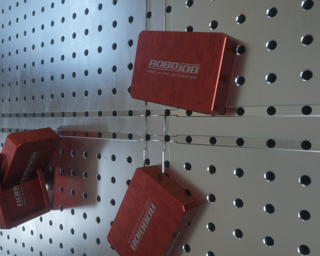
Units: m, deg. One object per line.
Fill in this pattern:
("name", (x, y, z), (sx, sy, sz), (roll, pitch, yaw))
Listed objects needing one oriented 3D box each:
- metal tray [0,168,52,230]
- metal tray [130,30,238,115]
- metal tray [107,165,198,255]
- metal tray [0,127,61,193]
("metal tray", (-0.258, 0.105, 0.561), (0.030, 0.091, 0.129), (-13, 92, 36))
("metal tray", (0.024, -0.071, 0.385), (0.130, 0.030, 0.089), (16, 100, 38))
("metal tray", (-0.015, 0.128, 0.416), (0.090, 0.030, 0.129), (36, 112, 33))
("metal tray", (-0.246, 0.063, 0.563), (0.030, 0.091, 0.129), (40, 114, 19))
